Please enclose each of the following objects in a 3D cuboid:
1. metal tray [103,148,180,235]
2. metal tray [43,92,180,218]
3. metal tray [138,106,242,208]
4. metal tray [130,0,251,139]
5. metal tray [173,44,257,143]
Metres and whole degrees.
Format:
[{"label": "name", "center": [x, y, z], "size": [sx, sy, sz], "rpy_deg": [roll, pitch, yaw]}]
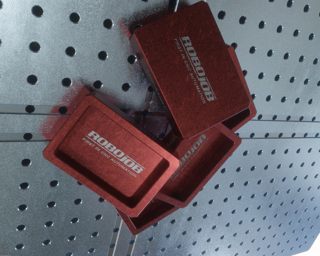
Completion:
[{"label": "metal tray", "center": [-0.026, 0.090, 0.451], "size": [0.090, 0.030, 0.129], "rpy_deg": [-29, 129, -10]}, {"label": "metal tray", "center": [-0.054, 0.031, 0.359], "size": [0.130, 0.030, 0.090], "rpy_deg": [37, 98, -9]}, {"label": "metal tray", "center": [0.039, 0.041, 0.418], "size": [0.090, 0.030, 0.130], "rpy_deg": [33, 100, -39]}, {"label": "metal tray", "center": [0.035, -0.064, 0.350], "size": [0.091, 0.030, 0.129], "rpy_deg": [-27, 98, -12]}, {"label": "metal tray", "center": [0.075, -0.041, 0.425], "size": [0.090, 0.030, 0.130], "rpy_deg": [-37, 130, -4]}]
